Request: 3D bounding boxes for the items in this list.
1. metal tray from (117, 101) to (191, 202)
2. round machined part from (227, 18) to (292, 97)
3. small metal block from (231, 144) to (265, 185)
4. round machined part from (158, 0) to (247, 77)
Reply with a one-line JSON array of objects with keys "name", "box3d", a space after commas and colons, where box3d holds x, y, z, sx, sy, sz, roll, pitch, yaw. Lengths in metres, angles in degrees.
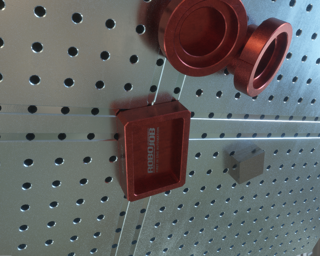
[{"name": "metal tray", "box3d": [-0.008, 0.033, 0.423, 0.091, 0.030, 0.129, -13, 124, -22]}, {"name": "round machined part", "box3d": [0.122, -0.092, 0.394, 0.099, 0.042, 0.097, -37, 146, -30]}, {"name": "small metal block", "box3d": [0.150, 0.062, 0.531, 0.050, 0.025, 0.050, -21, 127, -16]}, {"name": "round machined part", "box3d": [0.044, -0.111, 0.350, 0.099, 0.042, 0.097, -11, 128, -15]}]
